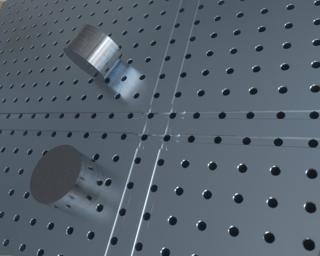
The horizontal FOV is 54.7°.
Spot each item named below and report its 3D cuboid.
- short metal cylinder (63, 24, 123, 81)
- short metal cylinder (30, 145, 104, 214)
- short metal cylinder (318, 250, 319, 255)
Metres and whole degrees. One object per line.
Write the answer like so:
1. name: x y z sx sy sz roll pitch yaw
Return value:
1. short metal cylinder: -0.108 -0.121 0.504 0.080 0.080 0.050 27 77 37
2. short metal cylinder: -0.124 0.069 0.415 0.080 0.050 0.080 -13 56 21
3. short metal cylinder: 0.164 0.117 0.234 0.080 0.050 0.080 -13 56 21
